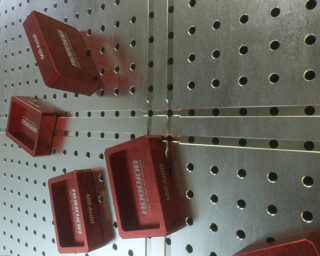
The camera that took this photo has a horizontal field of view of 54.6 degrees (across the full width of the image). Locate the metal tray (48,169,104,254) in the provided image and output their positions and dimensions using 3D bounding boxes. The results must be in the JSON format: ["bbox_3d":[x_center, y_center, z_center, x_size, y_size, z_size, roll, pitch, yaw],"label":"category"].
[{"bbox_3d":[-0.146,0.142,0.528,0.090,0.030,0.129,-20,77,38],"label":"metal tray"}]

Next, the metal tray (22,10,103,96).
[{"bbox_3d":[-0.154,-0.117,0.493,0.030,0.090,0.130,-37,67,26],"label":"metal tray"}]

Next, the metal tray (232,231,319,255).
[{"bbox_3d":[0.134,0.175,0.295,0.090,0.030,0.130,-32,70,35],"label":"metal tray"}]

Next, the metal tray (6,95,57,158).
[{"bbox_3d":[-0.263,-0.006,0.625,0.130,0.030,0.089,24,105,37],"label":"metal tray"}]

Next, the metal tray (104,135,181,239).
[{"bbox_3d":[-0.027,0.082,0.429,0.090,0.030,0.129,-20,77,38],"label":"metal tray"}]
